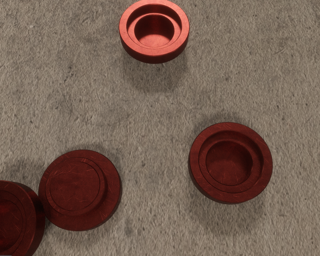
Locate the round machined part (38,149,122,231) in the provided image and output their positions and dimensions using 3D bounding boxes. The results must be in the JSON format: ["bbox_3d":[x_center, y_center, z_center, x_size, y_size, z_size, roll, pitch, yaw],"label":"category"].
[{"bbox_3d":[-0.097,0.072,0.372,0.099,0.042,0.098,0,70,-1],"label":"round machined part"}]

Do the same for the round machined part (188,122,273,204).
[{"bbox_3d":[0.083,0.045,0.384,0.099,0.042,0.098,0,70,-1],"label":"round machined part"}]

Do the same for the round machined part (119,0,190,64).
[{"bbox_3d":[-0.008,-0.135,0.448,0.099,0.042,0.098,0,70,-1],"label":"round machined part"}]

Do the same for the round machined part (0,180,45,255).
[{"bbox_3d":[-0.176,0.110,0.351,0.099,0.042,0.098,-2,74,8],"label":"round machined part"}]
